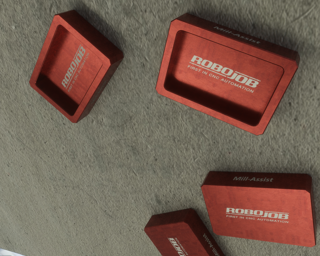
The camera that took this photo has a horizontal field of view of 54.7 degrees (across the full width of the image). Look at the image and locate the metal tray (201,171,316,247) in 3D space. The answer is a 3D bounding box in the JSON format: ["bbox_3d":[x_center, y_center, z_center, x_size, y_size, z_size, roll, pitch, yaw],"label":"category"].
[{"bbox_3d":[0.127,0.102,0.400,0.130,0.030,0.090,-3,117,29],"label":"metal tray"}]

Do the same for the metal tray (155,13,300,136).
[{"bbox_3d":[0.067,-0.057,0.332,0.130,0.030,0.089,24,127,13],"label":"metal tray"}]

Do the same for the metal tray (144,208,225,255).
[{"bbox_3d":[0.045,0.195,0.500,0.090,0.030,0.130,-23,107,36],"label":"metal tray"}]

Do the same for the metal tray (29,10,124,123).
[{"bbox_3d":[-0.116,-0.077,0.416,0.090,0.030,0.129,41,129,-1],"label":"metal tray"}]
